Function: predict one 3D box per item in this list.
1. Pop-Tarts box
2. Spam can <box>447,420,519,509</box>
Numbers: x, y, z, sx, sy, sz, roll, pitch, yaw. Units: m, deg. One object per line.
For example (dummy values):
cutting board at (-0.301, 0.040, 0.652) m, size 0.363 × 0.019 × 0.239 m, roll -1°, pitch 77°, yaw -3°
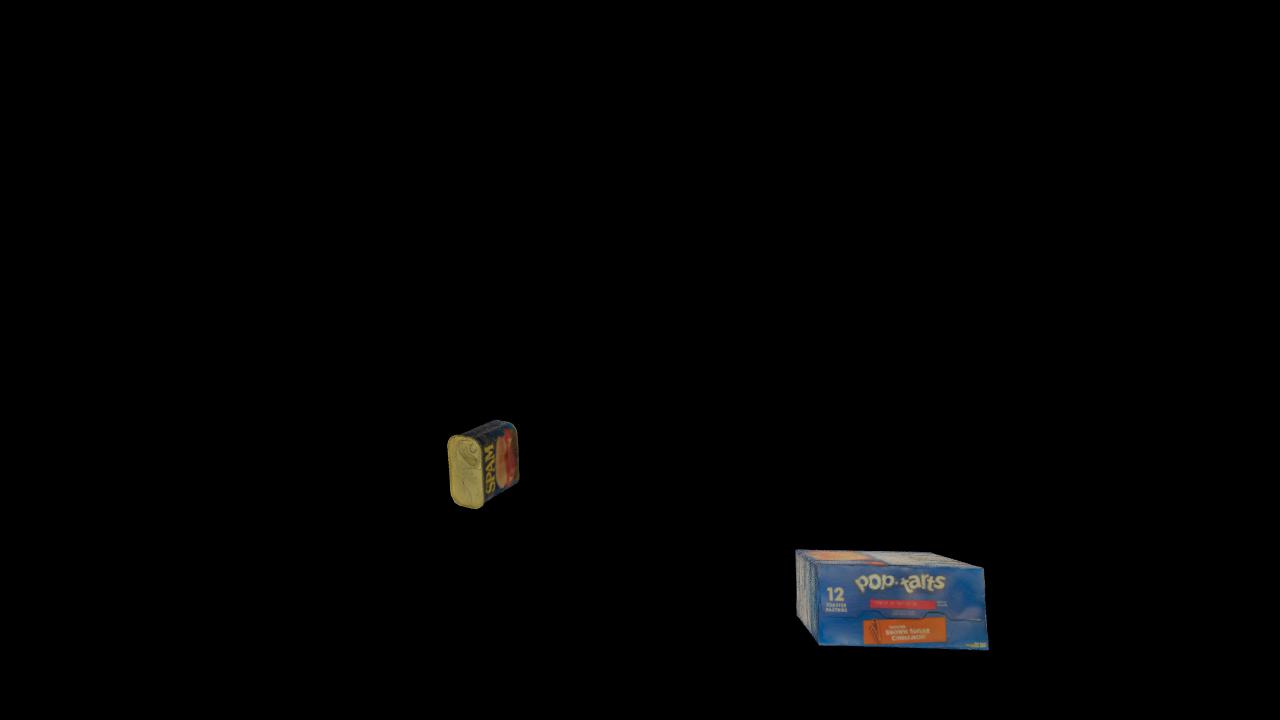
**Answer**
Pop-Tarts box at (0.267, 0.260, 0.682) m, size 0.167 × 0.083 × 0.141 m, roll -1°, pitch -12°, yaw 4°
Spam can at (-0.214, 0.141, 0.851) m, size 0.058 × 0.101 × 0.085 m, roll 7°, pitch 13°, yaw 24°
